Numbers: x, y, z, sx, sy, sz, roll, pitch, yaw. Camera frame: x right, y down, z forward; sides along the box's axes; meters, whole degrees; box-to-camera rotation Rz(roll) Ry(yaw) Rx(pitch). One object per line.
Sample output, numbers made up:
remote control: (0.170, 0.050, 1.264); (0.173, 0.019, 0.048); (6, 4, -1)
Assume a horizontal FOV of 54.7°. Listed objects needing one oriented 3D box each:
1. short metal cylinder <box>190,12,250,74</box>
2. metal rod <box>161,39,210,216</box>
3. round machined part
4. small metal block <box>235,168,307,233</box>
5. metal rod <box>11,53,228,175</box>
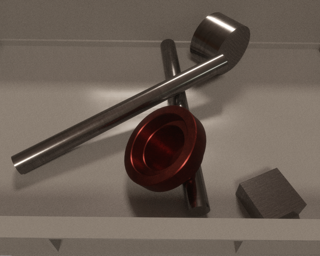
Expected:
short metal cylinder: (0.093, -0.131, 0.480); (0.080, 0.080, 0.050); (-34, 58, -25)
metal rod: (0.027, -0.025, 0.426); (0.025, 0.025, 0.300); (-4, 50, -4)
round machined part: (0.010, 0.026, 0.352); (0.098, 0.042, 0.098); (-23, 48, 29)
small metal block: (0.121, 0.078, 0.341); (0.050, 0.025, 0.050); (-19, 53, -16)
metal rod: (-0.040, -0.025, 0.403); (0.302, 0.025, 0.025); (-28, 56, -14)
